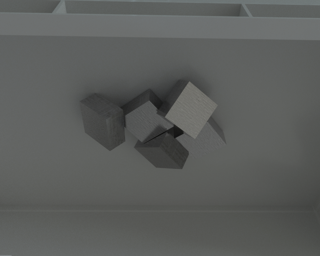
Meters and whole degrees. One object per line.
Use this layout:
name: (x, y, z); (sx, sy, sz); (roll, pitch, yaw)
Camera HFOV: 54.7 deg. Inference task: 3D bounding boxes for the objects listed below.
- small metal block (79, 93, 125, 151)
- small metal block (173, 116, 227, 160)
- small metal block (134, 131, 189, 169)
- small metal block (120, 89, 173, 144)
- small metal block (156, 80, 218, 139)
small metal block: (-0.070, -0.008, 0.381); (0.050, 0.025, 0.050); (31, 138, 31)
small metal block: (0.053, 0.010, 0.416); (0.050, 0.025, 0.050); (-29, 125, 22)
small metal block: (0.002, 0.031, 0.418); (0.050, 0.025, 0.050); (-4, 139, 46)
small metal block: (-0.017, -0.014, 0.395); (0.050, 0.025, 0.050); (-30, 124, 23)
small metal block: (0.033, -0.023, 0.373); (0.050, 0.025, 0.050); (36, 86, -27)
